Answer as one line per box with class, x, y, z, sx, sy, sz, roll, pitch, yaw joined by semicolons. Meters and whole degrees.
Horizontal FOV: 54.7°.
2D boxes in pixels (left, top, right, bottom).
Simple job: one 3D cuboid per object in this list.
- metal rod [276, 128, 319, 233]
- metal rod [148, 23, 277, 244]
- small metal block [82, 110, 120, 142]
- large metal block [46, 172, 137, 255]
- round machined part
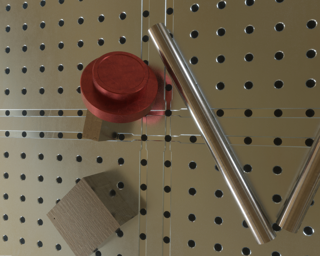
metal rod;0.202;-0.022;0.341;0.025;0.025;0.298;24;98;18
metal rod;0.061;0.000;0.390;0.025;0.025;0.299;-29;81;17
small metal block;-0.078;-0.010;0.425;0.025;0.050;0.050;14;95;19
large metal block;-0.095;0.121;0.431;0.080;0.050;0.080;-45;77;14
round machined part;-0.050;-0.058;0.392;0.099;0.042;0.098;5;59;-9
